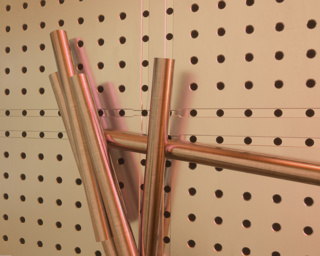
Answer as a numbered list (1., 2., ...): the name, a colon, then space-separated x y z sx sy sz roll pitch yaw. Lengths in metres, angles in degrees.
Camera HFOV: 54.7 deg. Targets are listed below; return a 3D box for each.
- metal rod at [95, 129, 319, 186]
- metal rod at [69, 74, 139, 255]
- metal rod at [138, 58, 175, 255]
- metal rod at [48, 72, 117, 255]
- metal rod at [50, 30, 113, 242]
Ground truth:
1. metal rod: 0.052 0.034 0.393 0.301 0.025 0.025 9 93 19
2. metal rod: -0.068 0.072 0.406 0.025 0.025 0.299 -20 83 18
3. metal rod: -0.008 0.064 0.392 0.025 0.025 0.298 9 101 19
4. metal rod: -0.105 0.060 0.448 0.025 0.025 0.299 -22 83 18
5. metal rod: -0.110 0.004 0.432 0.025 0.025 0.299 -18 80 19
